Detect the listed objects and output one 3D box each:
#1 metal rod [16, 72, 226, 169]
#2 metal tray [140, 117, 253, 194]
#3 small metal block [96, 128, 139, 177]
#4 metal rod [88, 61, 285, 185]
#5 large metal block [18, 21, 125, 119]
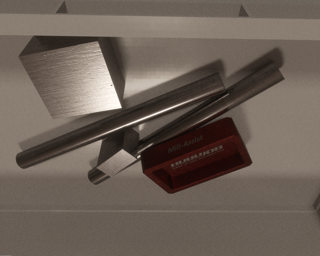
[{"bbox_3d":[-0.062,-0.004,0.404,0.301,0.025,0.025,-21,127,16],"label":"metal rod"},{"bbox_3d":[0.051,0.042,0.423,0.130,0.030,0.090,-23,142,14],"label":"metal tray"},{"bbox_3d":[-0.056,0.030,0.417,0.050,0.050,0.025,-35,122,26],"label":"small metal block"},{"bbox_3d":[0.018,0.004,0.412,0.300,0.025,0.025,-31,124,23],"label":"metal rod"},{"bbox_3d":[-0.090,-0.062,0.339,0.080,0.050,0.080,-9,130,7],"label":"large metal block"}]
